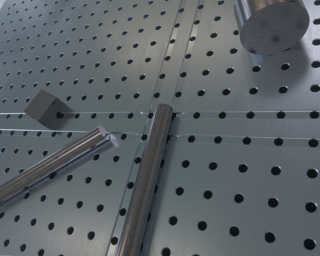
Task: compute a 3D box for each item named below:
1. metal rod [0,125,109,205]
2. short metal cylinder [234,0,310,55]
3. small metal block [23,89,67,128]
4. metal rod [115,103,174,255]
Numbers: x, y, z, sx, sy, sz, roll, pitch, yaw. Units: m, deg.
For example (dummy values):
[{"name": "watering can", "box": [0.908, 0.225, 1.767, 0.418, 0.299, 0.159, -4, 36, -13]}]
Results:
[{"name": "metal rod", "box": [-0.209, 0.082, 0.467, 0.300, 0.025, 0.025, -31, 52, 8]}, {"name": "short metal cylinder", "box": [0.136, -0.138, 0.386, 0.080, 0.080, 0.050, -15, 56, 20]}, {"name": "small metal block", "box": [-0.198, -0.034, 0.533, 0.050, 0.025, 0.050, 25, 75, 36]}, {"name": "metal rod", "box": [-0.027, 0.105, 0.358, 0.025, 0.025, 0.300, 0, 61, 28]}]
